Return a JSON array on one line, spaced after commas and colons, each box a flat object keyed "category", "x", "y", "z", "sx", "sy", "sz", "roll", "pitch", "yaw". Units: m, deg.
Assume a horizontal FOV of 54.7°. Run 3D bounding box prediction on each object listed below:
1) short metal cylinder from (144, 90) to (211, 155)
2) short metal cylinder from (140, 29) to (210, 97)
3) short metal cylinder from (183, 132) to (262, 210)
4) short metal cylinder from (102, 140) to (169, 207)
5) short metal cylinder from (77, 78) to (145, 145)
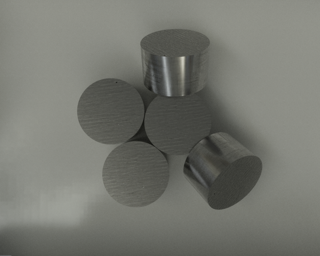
[{"category": "short metal cylinder", "x": 0.021, "y": -0.007, "z": 0.397, "sx": 0.081, "sy": 0.050, "sz": 0.079, "roll": 0, "pitch": 90, "yaw": -1}, {"category": "short metal cylinder", "x": 0.018, "y": -0.081, "z": 0.375, "sx": 0.081, "sy": 0.080, "sz": 0.050, "roll": -3, "pitch": 129, "yaw": -1}, {"category": "short metal cylinder", "x": 0.076, "y": 0.052, "z": 0.378, "sx": 0.081, "sy": 0.050, "sz": 0.079, "roll": -18, "pitch": 129, "yaw": -23}, {"category": "short metal cylinder", "x": -0.029, "y": 0.055, "z": 0.397, "sx": 0.081, "sy": 0.050, "sz": 0.079, "roll": 0, "pitch": 90, "yaw": -1}, {"category": "short metal cylinder", "x": -0.059, "y": -0.020, "z": 0.396, "sx": 0.081, "sy": 0.050, "sz": 0.079, "roll": 0, "pitch": 90, "yaw": -1}]
